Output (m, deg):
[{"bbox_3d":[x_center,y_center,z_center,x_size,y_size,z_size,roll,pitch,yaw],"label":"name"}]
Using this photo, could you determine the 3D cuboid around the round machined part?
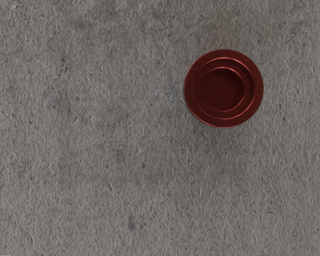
[{"bbox_3d":[0.079,-0.049,0.403,0.099,0.042,0.097,0,90,-1],"label":"round machined part"}]
